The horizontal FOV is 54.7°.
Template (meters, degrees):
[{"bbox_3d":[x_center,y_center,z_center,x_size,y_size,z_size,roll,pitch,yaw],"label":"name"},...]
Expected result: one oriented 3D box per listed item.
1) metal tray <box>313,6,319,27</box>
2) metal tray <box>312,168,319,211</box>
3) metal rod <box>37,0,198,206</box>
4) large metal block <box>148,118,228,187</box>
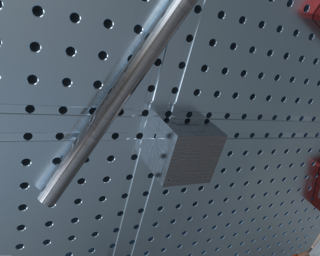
[{"bbox_3d":[0.298,-0.171,0.468,0.131,0.030,0.090,23,106,-37],"label":"metal tray"},{"bbox_3d":[0.403,0.126,0.710,0.091,0.030,0.129,-21,127,-16],"label":"metal tray"},{"bbox_3d":[-0.055,-0.029,0.364,0.025,0.025,0.299,29,102,-38],"label":"metal rod"},{"bbox_3d":[0.037,0.033,0.438,0.081,0.050,0.079,1,118,-29],"label":"large metal block"}]
